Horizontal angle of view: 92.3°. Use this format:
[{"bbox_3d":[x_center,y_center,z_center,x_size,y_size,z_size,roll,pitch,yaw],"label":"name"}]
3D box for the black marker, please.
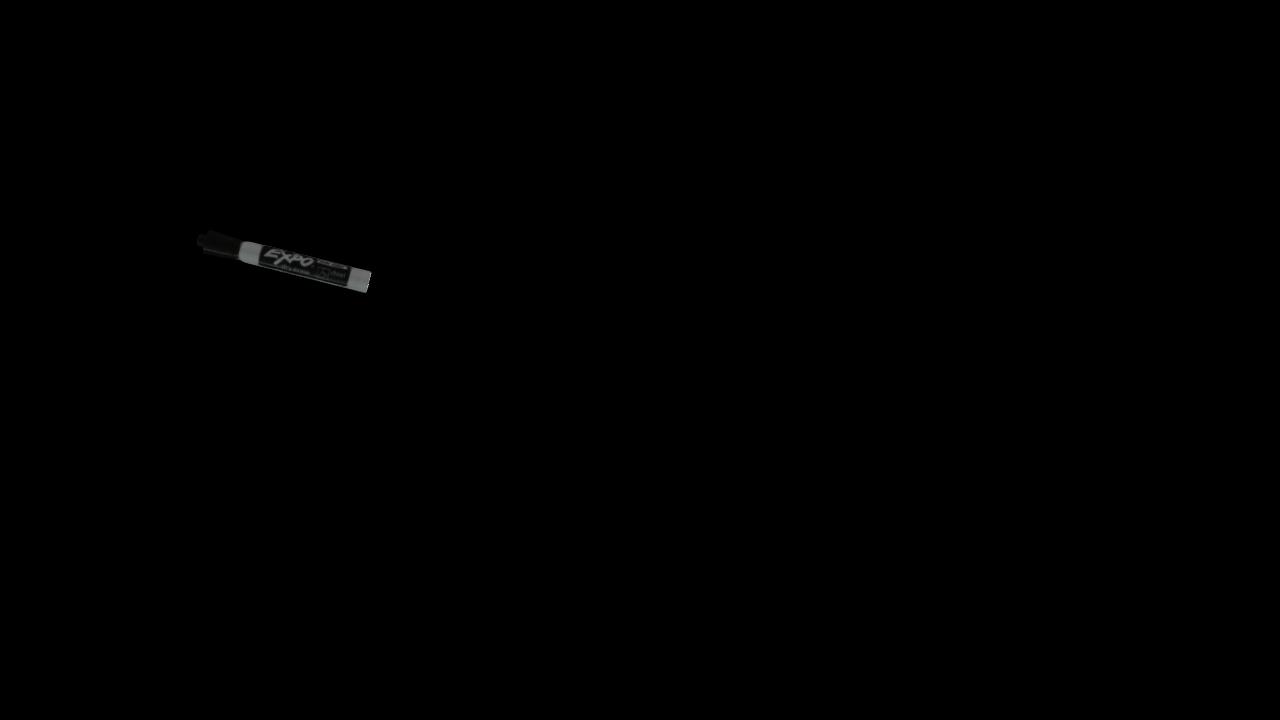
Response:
[{"bbox_3d":[-0.280,-0.078,0.489,0.121,0.020,0.020,14,-6,-24],"label":"black marker"}]
